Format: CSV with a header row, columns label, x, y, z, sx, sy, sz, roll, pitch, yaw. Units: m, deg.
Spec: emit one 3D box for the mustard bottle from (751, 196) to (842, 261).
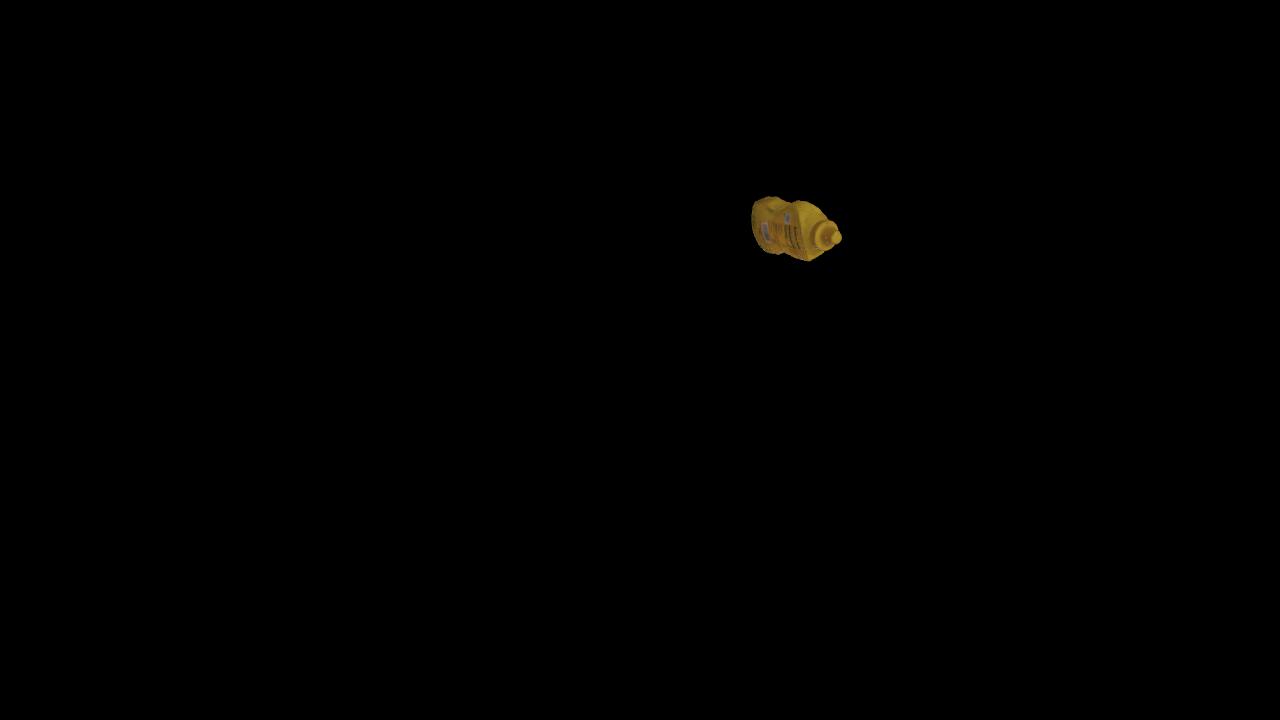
label,x,y,z,sx,sy,sz,roll,pitch,yaw
mustard bottle,0.237,-0.193,0.920,0.054,0.092,0.184,-20,23,-15
